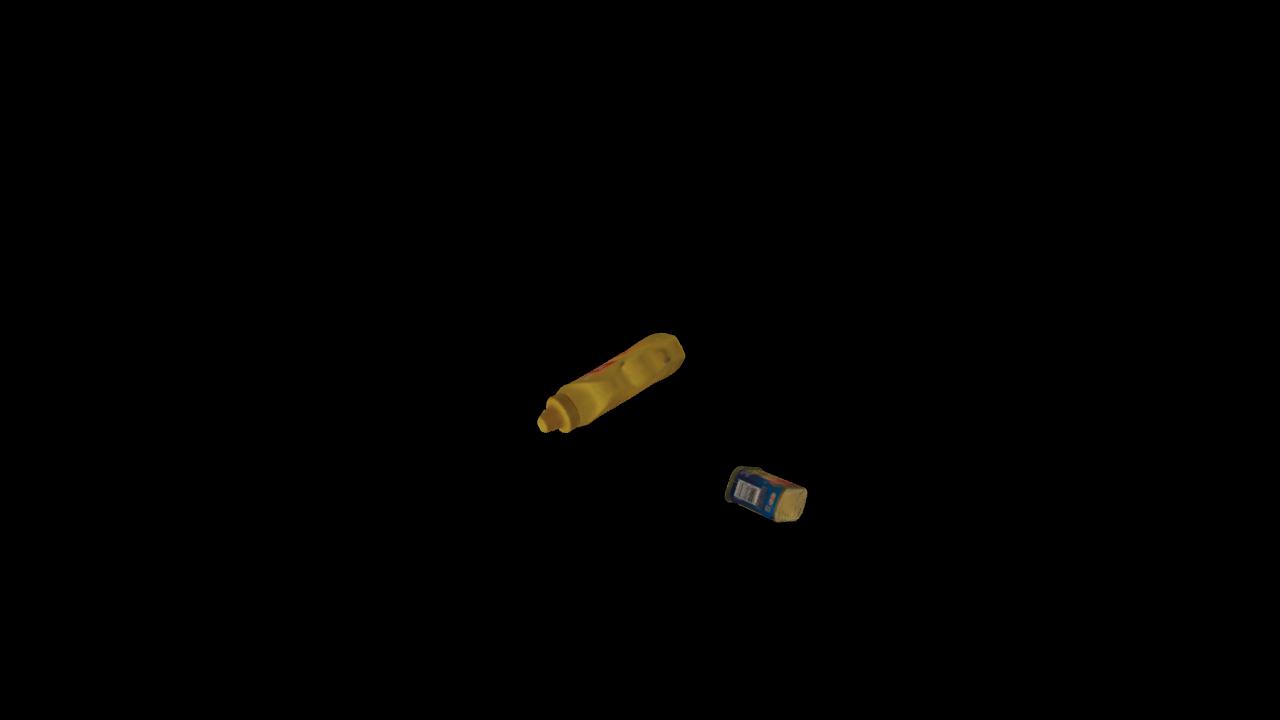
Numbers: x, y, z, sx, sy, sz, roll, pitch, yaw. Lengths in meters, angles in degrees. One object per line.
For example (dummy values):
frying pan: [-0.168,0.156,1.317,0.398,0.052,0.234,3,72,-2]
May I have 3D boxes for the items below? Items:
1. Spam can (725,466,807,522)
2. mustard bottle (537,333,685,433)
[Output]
Spam can: [0.191,0.202,0.921,0.085,0.058,0.101,19,2,39]
mustard bottle: [-0.038,0.031,0.688,0.184,0.054,0.092,-31,10,-34]
